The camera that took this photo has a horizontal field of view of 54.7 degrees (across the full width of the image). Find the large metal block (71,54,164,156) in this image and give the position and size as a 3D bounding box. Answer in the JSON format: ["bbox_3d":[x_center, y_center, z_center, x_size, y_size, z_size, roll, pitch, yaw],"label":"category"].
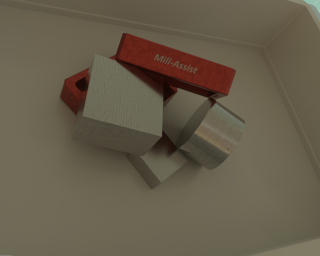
[{"bbox_3d":[-0.044,-0.023,0.338,0.081,0.050,0.080,15,56,-20],"label":"large metal block"}]

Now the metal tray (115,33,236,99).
[{"bbox_3d":[0.017,-0.071,0.379,0.131,0.090,0.030,18,92,-1],"label":"metal tray"}]

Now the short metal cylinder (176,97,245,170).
[{"bbox_3d":[0.064,0.007,0.401,0.050,0.080,0.080,34,51,-6],"label":"short metal cylinder"}]

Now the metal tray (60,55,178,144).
[{"bbox_3d":[-0.049,-0.047,0.403,0.090,0.030,0.131,47,51,4],"label":"metal tray"}]

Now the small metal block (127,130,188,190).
[{"bbox_3d":[-0.003,0.038,0.380,0.050,0.025,0.050,-33,80,-38],"label":"small metal block"}]
